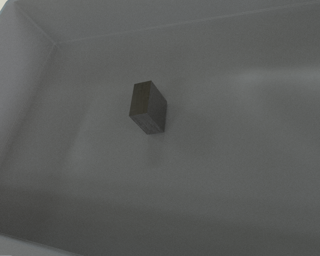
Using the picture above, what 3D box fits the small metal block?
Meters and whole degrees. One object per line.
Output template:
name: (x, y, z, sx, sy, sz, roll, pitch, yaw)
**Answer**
small metal block: (-0.014, -0.026, 0.410, 0.025, 0.050, 0.050, -9, 57, 24)
